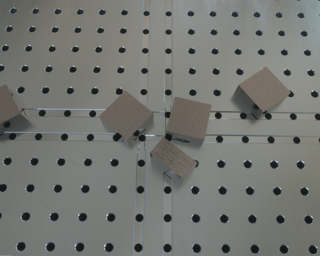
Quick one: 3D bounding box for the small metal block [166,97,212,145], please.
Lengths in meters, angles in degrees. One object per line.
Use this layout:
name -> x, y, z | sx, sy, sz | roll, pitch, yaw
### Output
small metal block -> 0.038, -0.010, 0.416 | 0.050, 0.025, 0.050 | 13, 70, 4

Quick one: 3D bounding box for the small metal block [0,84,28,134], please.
small metal block -> -0.216, -0.023, 0.417 | 0.050, 0.025, 0.050 | -29, 73, -11

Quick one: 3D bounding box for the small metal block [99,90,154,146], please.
small metal block -> -0.044, -0.013, 0.416 | 0.050, 0.025, 0.050 | 40, 74, 13

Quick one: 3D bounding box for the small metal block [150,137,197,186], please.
small metal block -> 0.016, 0.043, 0.383 | 0.050, 0.050, 0.025 | 37, 74, 12

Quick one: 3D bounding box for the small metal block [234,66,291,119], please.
small metal block -> 0.142, -0.049, 0.432 | 0.050, 0.025, 0.050 | -34, 74, -12
